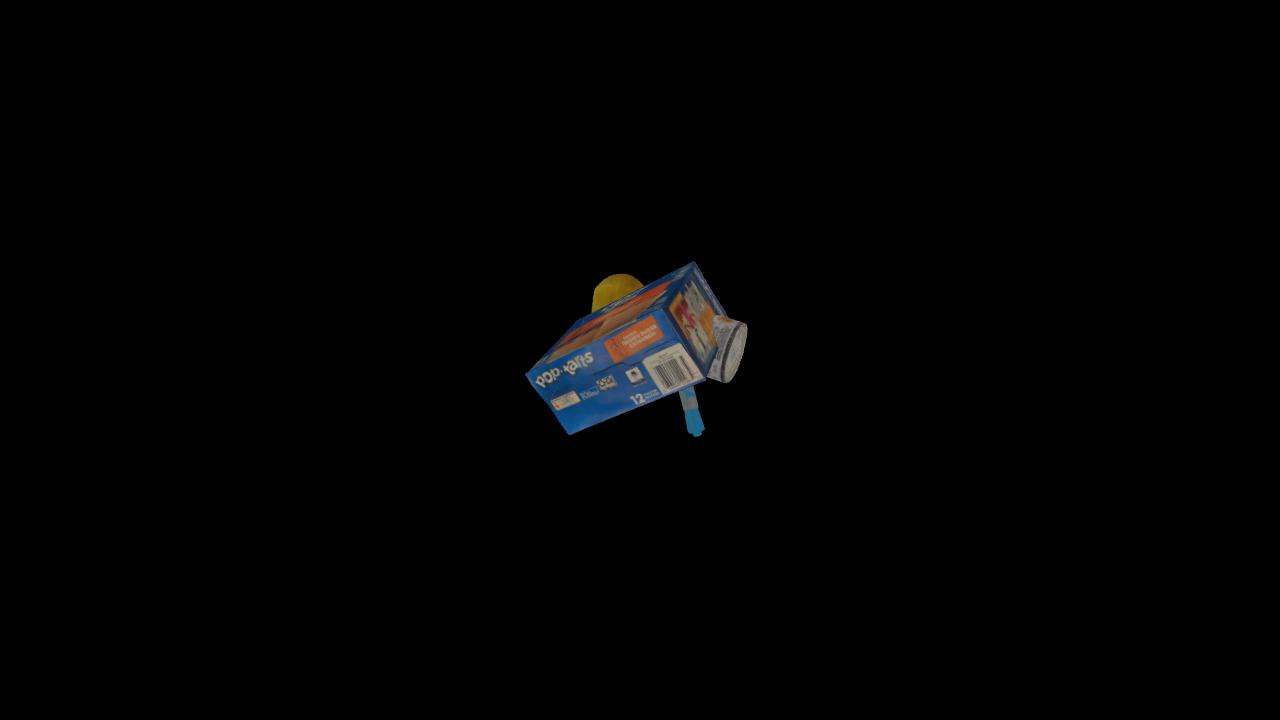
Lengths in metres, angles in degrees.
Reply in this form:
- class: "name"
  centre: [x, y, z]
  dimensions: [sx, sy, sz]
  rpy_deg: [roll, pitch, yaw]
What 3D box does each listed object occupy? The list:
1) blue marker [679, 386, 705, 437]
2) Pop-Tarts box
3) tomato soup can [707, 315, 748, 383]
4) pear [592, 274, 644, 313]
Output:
- class: "blue marker"
  centre: [0.050, 0.027, 0.681]
  dimensions: [0.020, 0.121, 0.020]
  rpy_deg: [-11, -22, -4]
- class: "Pop-Tarts box"
  centre: [-0.008, -0.014, 0.638]
  dimensions: [0.167, 0.083, 0.141]
  rpy_deg: [-23, 17, 28]
- class: "tomato soup can"
  centre: [0.056, -0.022, 0.651]
  dimensions: [0.101, 0.068, 0.068]
  rpy_deg: [18, 7, 22]
- class: "pear"
  centre: [-0.002, -0.064, 0.756]
  dimensions: [0.111, 0.080, 0.080]
  rpy_deg: [7, 1, 10]
